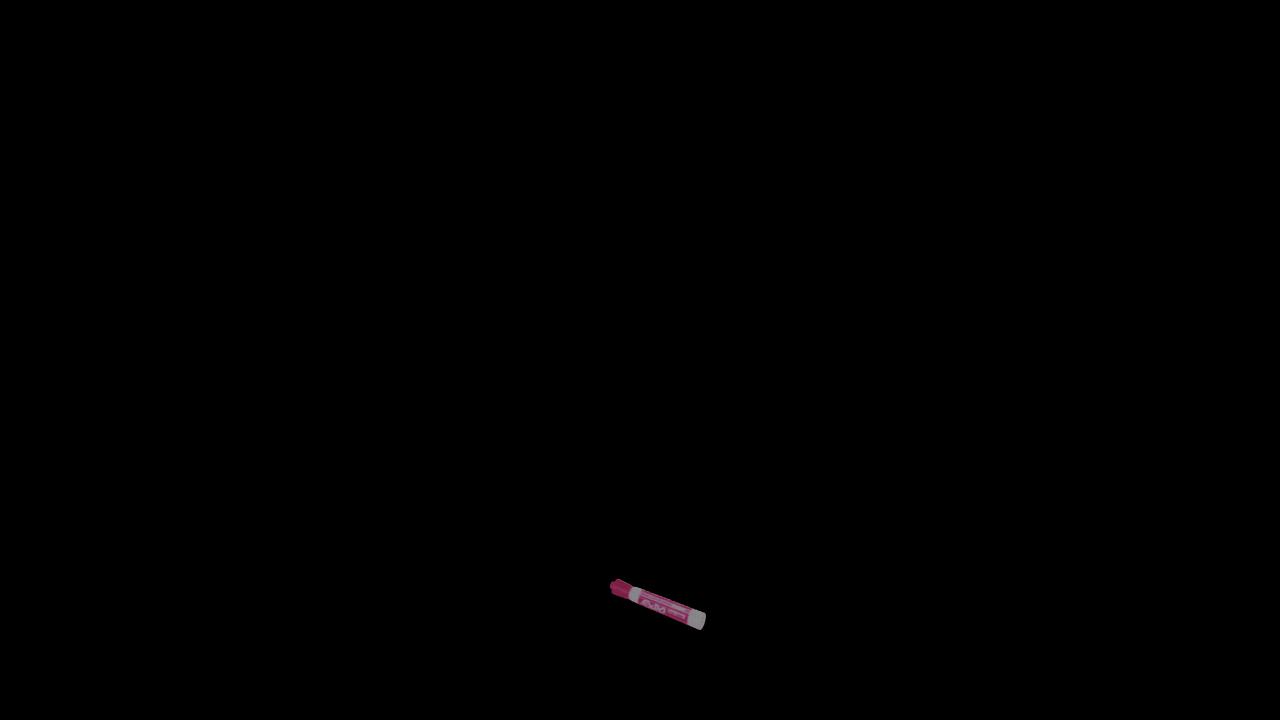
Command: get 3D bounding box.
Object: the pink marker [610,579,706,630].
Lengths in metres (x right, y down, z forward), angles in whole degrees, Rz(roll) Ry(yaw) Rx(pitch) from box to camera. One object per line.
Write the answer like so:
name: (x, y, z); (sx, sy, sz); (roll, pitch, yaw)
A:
pink marker: (0.018, 0.283, 0.717); (0.121, 0.020, 0.020); (11, 5, 27)
